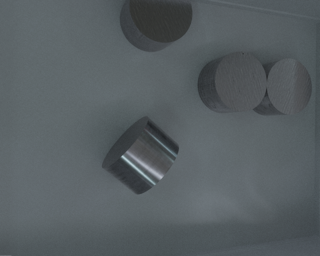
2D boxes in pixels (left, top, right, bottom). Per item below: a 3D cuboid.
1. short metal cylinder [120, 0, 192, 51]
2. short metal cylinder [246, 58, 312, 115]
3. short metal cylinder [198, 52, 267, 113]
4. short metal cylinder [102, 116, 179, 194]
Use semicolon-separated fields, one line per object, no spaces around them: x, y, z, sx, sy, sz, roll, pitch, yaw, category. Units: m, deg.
-0.006;-0.142;0.395;0.081;0.050;0.080;0;90;-20;short metal cylinder
0.176;-0.059;0.462;0.081;0.050;0.080;0;90;-20;short metal cylinder
0.100;-0.062;0.434;0.081;0.050;0.080;0;90;-20;short metal cylinder
-0.024;0.032;0.373;0.050;0.080;0.080;43;77;-15;short metal cylinder
